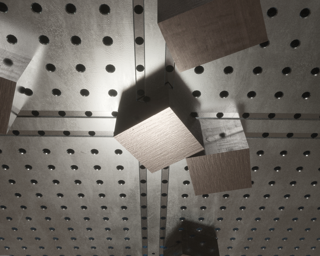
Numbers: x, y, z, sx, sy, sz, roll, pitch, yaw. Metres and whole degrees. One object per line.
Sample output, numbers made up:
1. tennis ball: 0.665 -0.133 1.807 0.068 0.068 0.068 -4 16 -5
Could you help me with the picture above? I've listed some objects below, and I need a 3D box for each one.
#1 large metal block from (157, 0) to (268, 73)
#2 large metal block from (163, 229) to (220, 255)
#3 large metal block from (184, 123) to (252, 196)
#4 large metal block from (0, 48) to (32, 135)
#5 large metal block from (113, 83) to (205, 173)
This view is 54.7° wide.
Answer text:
1. large metal block: 0.045 -0.105 0.287 0.080 0.080 0.050 -18 128 14
2. large metal block: 0.060 0.251 0.610 0.081 0.050 0.079 19 127 -16
3. large metal block: 0.081 0.045 0.435 0.080 0.050 0.080 -10 130 8
4. large metal block: -0.202 -0.048 0.351 0.081 0.050 0.079 19 127 -16
5. large metal block: 0.000 0.003 0.398 0.080 0.050 0.080 -28 125 21
